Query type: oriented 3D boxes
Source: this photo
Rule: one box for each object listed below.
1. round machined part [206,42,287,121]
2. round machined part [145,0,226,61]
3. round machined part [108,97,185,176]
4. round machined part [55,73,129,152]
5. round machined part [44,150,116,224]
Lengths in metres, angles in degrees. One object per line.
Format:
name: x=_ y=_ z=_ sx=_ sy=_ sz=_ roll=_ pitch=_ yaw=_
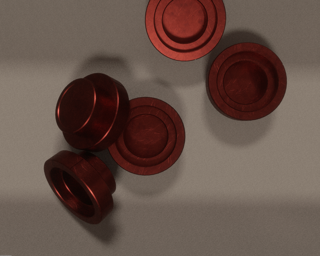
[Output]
round machined part: x=0.109 y=-0.058 z=0.404 sx=0.099 sy=0.042 sz=0.097 roll=0 pitch=90 yaw=-1
round machined part: x=0.031 y=-0.137 z=0.394 sx=0.099 sy=0.042 sz=0.097 roll=-1 pitch=110 yaw=-1
round machined part: x=-0.018 y=0.010 z=0.403 sx=0.099 sy=0.042 sz=0.097 roll=0 pitch=90 yaw=-1
round machined part: x=-0.088 y=-0.022 z=0.377 sx=0.098 sy=0.042 sz=0.098 roll=-11 pitch=70 yaw=32
round machined part: x=-0.094 y=0.068 z=0.384 sx=0.098 sy=0.098 sz=0.042 roll=50 pitch=50 yaw=-1
